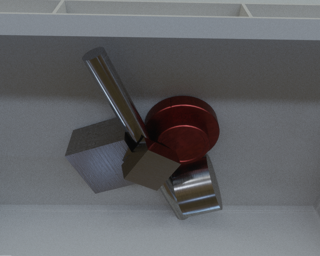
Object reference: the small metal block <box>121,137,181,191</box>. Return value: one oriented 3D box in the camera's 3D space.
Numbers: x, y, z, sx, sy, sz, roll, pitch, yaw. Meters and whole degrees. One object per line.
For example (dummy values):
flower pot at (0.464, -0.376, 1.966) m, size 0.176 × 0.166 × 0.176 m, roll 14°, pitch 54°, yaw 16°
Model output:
small metal block at (-0.011, 0.045, 0.382) m, size 0.050 × 0.025 × 0.050 m, roll 26°, pitch 114°, yaw -30°

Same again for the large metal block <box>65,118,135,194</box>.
large metal block at (-0.066, 0.037, 0.418) m, size 0.080 × 0.050 × 0.080 m, roll -16°, pitch 129°, yaw 12°

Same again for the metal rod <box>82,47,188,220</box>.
metal rod at (-0.015, 0.031, 0.405) m, size 0.025 × 0.025 × 0.299 m, roll -16°, pitch 129°, yaw 13°

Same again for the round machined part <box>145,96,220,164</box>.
round machined part at (0.028, 0.010, 0.404) m, size 0.099 × 0.042 × 0.097 m, roll -1°, pitch 130°, yaw 0°

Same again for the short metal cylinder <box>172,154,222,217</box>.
short metal cylinder at (0.053, 0.082, 0.442) m, size 0.050 × 0.080 × 0.080 m, roll -16°, pitch 129°, yaw 13°
